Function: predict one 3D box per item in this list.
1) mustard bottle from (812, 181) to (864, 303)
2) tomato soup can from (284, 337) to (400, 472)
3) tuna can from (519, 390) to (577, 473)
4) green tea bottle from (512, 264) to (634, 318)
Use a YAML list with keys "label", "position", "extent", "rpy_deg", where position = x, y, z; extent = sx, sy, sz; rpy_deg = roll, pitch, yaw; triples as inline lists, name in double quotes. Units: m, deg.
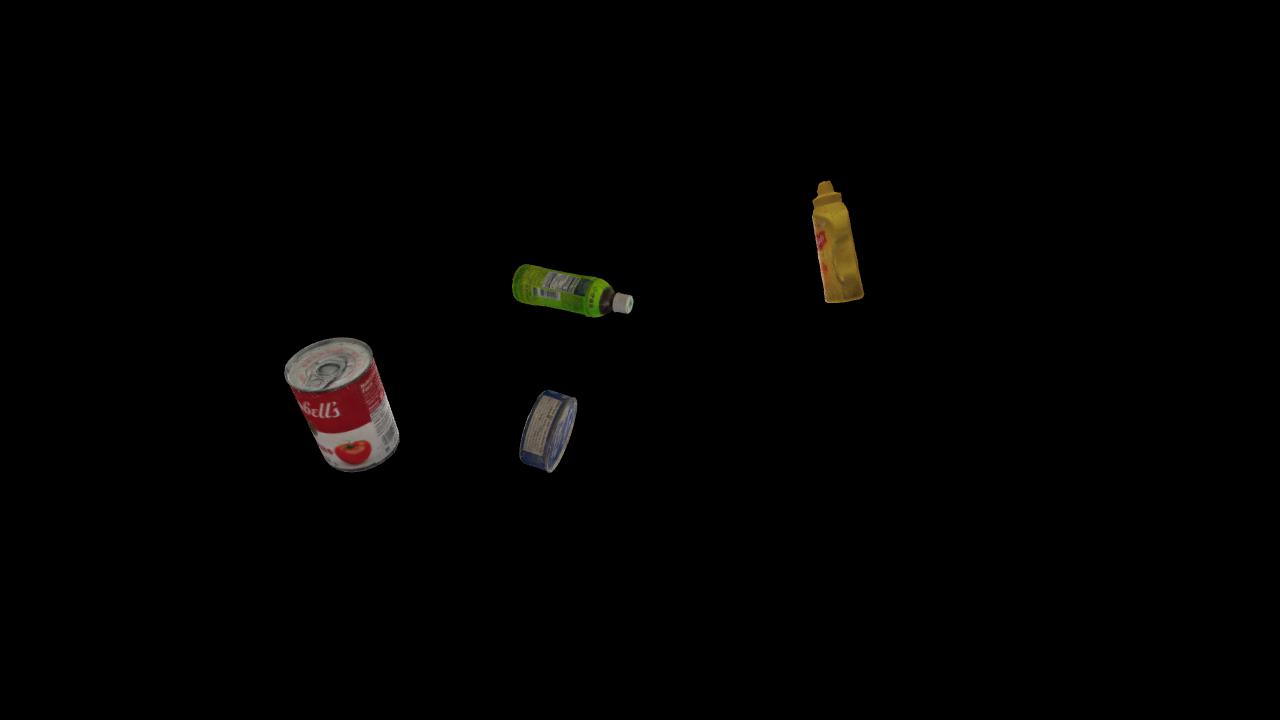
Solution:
- label: "mustard bottle"
  position: [0.298, -0.181, 0.940]
  extent: [0.054, 0.184, 0.092]
  rpy_deg: [-11, 6, 7]
- label: "tomato soup can"
  position: [-0.253, 0.040, 0.531]
  extent: [0.068, 0.101, 0.068]
  rpy_deg: [1, 41, -1]
- label: "tuna can"
  position: [-0.097, 0.075, 0.657]
  extent: [0.034, 0.084, 0.084]
  rpy_deg: [17, 2, 7]
- label: "green tea bottle"
  position: [-0.112, -0.112, 1.038]
  extent: [0.212, 0.073, 0.073]
  rpy_deg: [15, 6, 22]
